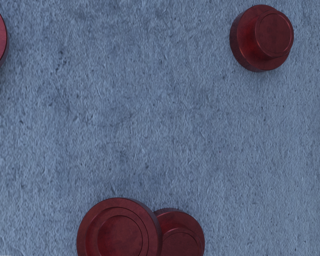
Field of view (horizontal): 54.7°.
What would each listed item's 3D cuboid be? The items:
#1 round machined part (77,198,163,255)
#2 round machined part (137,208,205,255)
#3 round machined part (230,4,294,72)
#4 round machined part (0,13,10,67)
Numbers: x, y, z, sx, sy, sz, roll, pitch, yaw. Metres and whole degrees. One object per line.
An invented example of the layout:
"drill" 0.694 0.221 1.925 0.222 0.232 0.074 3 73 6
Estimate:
"round machined part" -0.044 0.132 0.367 0.098 0.042 0.098 -3 77 13
"round machined part" 0.016 0.158 0.406 0.099 0.042 0.097 0 90 -20
"round machined part" 0.156 -0.134 0.457 0.099 0.042 0.097 0 90 -20
"round machined part" -0.211 -0.093 0.322 0.099 0.042 0.097 0 90 -20
